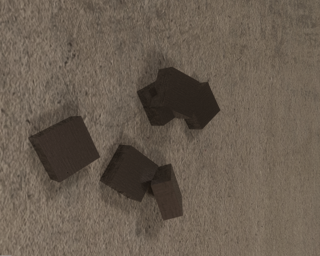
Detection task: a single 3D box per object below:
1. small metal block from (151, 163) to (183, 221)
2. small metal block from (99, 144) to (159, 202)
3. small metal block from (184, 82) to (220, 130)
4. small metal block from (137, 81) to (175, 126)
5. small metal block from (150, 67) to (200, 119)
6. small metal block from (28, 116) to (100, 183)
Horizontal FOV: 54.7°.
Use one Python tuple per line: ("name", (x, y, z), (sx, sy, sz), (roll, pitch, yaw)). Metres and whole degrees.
("small metal block", (0.010, 0.081, 0.397), (0.050, 0.025, 0.050), (-83, 156, -73))
("small metal block", (-0.036, 0.055, 0.376), (0.050, 0.025, 0.050), (41, 65, -33))
("small metal block", (0.057, -0.033, 0.455), (0.050, 0.025, 0.050), (-43, 116, -32))
("small metal block", (0.004, -0.037, 0.410), (0.050, 0.025, 0.050), (-35, 112, -35))
("small metal block", (0.020, -0.043, 0.391), (0.050, 0.025, 0.050), (21, 77, -39))
("small metal block", (-0.099, 0.021, 0.323), (0.050, 0.025, 0.050), (-33, 111, -35))
